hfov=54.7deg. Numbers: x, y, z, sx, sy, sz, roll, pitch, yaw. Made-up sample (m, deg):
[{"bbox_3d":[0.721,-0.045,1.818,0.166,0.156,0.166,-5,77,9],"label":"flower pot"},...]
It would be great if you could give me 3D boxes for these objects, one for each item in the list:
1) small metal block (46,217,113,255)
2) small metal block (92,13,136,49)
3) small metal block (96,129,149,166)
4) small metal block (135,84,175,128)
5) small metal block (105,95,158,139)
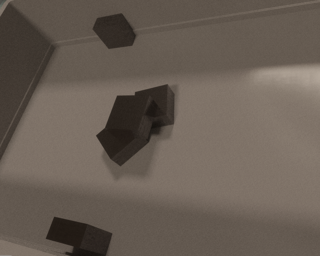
[{"bbox_3d":[-0.093,0.126,0.360,0.050,0.050,0.025,1,63,28],"label":"small metal block"},{"bbox_3d":[-0.077,-0.164,0.529,0.050,0.050,0.025,0,62,28],"label":"small metal block"},{"bbox_3d":[-0.052,0.015,0.422,0.050,0.025,0.050,-41,51,0],"label":"small metal block"},{"bbox_3d":[-0.008,-0.028,0.426,0.050,0.025,0.050,-11,57,22],"label":"small metal block"},{"bbox_3d":[-0.036,-0.015,0.400,0.050,0.025,0.050,2,63,29],"label":"small metal block"}]
